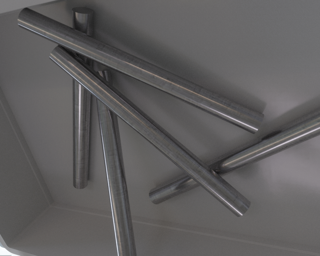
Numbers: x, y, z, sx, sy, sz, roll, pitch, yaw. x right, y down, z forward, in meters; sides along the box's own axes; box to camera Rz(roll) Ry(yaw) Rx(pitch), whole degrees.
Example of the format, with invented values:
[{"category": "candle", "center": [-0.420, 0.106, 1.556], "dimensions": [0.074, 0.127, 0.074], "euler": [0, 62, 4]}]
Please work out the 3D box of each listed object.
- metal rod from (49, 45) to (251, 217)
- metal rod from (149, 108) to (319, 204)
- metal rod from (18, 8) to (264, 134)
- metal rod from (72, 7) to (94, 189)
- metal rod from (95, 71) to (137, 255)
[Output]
[{"category": "metal rod", "center": [-0.012, 0.003, 0.381], "dimensions": [0.300, 0.025, 0.025], "euler": [40, 129, 0]}, {"category": "metal rod", "center": [0.091, 0.041, 0.385], "dimensions": [0.299, 0.025, 0.025], "euler": [-33, 100, 38]}, {"category": "metal rod", "center": [-0.025, -0.068, 0.359], "dimensions": [0.301, 0.025, 0.025], "euler": [25, 128, 4]}, {"category": "metal rod", "center": [-0.116, -0.021, 0.456], "dimensions": [0.025, 0.025, 0.298], "euler": [22, 127, 15]}, {"category": "metal rod", "center": [-0.056, 0.075, 0.408], "dimensions": [0.025, 0.025, 0.298], "euler": [-8, 90, 31]}]
